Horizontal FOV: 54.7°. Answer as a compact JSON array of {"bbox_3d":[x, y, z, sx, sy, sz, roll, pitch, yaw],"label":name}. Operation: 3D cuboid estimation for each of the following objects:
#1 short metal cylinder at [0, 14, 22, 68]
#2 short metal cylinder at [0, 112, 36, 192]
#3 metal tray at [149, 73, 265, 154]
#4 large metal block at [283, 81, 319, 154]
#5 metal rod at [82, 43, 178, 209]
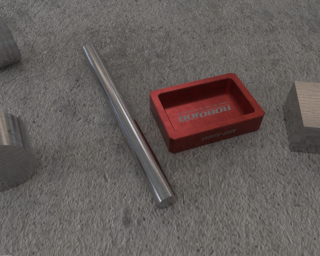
[{"bbox_3d":[-0.257,-0.133,0.477,0.050,0.080,0.080,-30,56,-23],"label":"short metal cylinder"},{"bbox_3d":[-0.184,0.028,0.342,0.081,0.080,0.050,-20,53,-16],"label":"short metal cylinder"},{"bbox_3d":[0.061,-0.024,0.420,0.131,0.030,0.090,-14,52,-12],"label":"metal tray"},{"bbox_3d":[0.212,-0.012,0.399,0.080,0.050,0.080,6,50,5],"label":"large metal block"},{"bbox_3d":[-0.054,-0.024,0.422,0.025,0.025,0.300,-19,53,-16],"label":"metal rod"}]
